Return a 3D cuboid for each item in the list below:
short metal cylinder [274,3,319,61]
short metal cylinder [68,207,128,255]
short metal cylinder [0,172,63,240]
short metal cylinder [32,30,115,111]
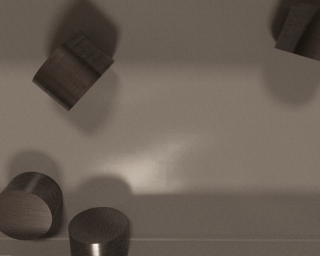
[{"bbox_3d":[0.177,-0.103,0.347,0.081,0.080,0.050,14,110,-6],"label":"short metal cylinder"},{"bbox_3d":[-0.086,0.156,0.439,0.081,0.080,0.050,1,110,-1],"label":"short metal cylinder"},{"bbox_3d":[-0.185,0.109,0.436,0.081,0.050,0.079,0,110,-1],"label":"short metal cylinder"},{"bbox_3d":[-0.098,-0.065,0.357,0.050,0.080,0.080,43,104,-14],"label":"short metal cylinder"}]
